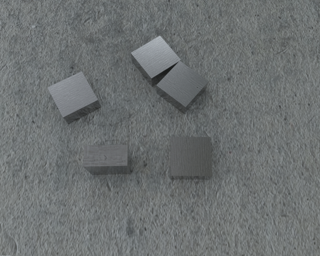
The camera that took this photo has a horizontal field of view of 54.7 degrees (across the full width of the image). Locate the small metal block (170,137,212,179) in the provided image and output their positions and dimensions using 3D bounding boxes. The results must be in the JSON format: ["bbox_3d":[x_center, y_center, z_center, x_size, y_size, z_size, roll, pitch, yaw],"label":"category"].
[{"bbox_3d":[0.038,0.039,0.394,0.050,0.025,0.050,1,70,0],"label":"small metal block"}]

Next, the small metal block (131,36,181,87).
[{"bbox_3d":[-0.006,-0.096,0.443,0.050,0.025,0.050,-34,74,-12],"label":"small metal block"}]

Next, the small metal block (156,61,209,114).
[{"bbox_3d":[0.031,-0.056,0.429,0.050,0.025,0.050,38,74,12],"label":"small metal block"}]

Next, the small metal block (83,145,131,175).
[{"bbox_3d":[-0.063,0.040,0.380,0.050,0.050,0.025,-1,70,-1],"label":"small metal block"}]

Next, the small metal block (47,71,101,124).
[{"bbox_3d":[-0.116,-0.041,0.422,0.050,0.025,0.050,-29,73,-10],"label":"small metal block"}]
